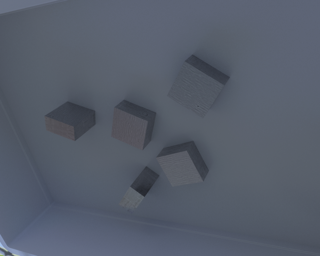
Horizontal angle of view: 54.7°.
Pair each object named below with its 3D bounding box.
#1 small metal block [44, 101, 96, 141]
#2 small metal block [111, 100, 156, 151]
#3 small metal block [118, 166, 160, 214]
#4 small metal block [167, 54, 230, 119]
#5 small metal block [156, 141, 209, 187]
[{"bbox_3d":[-0.131,-0.011,0.455,0.050,0.050,0.025,19,126,17],"label":"small metal block"},{"bbox_3d":[-0.037,-0.004,0.426,0.050,0.025,0.050,23,127,14],"label":"small metal block"},{"bbox_3d":[-0.031,0.094,0.467,0.025,0.050,0.050,35,129,5],"label":"small metal block"},{"bbox_3d":[0.044,-0.047,0.356,0.050,0.025,0.050,33,129,6],"label":"small metal block"},{"bbox_3d":[0.031,0.050,0.423,0.050,0.025,0.050,-17,110,35],"label":"small metal block"}]
